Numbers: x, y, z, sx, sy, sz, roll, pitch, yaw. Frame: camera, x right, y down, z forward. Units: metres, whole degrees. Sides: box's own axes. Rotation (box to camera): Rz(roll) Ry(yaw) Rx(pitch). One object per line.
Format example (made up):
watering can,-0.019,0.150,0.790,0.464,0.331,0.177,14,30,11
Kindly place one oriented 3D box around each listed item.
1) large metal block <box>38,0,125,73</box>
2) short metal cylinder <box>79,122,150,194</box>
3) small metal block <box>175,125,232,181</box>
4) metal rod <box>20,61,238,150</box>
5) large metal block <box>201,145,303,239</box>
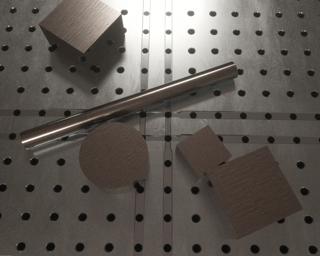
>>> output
large metal block,-0.110,-0.142,0.449,0.080,0.050,0.080,34,73,11
short metal cylinder,-0.054,0.039,0.384,0.081,0.050,0.080,0,70,0
small metal block,0.055,0.032,0.401,0.050,0.025,0.050,-32,73,-11
metal rod,-0.035,-0.033,0.423,0.302,0.025,0.025,-20,72,-8
large metal block,0.105,0.078,0.371,0.080,0.050,0.080,-22,72,-8
